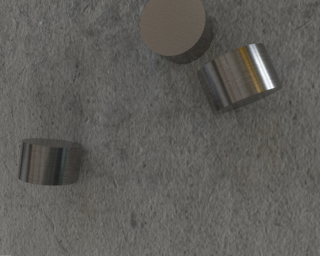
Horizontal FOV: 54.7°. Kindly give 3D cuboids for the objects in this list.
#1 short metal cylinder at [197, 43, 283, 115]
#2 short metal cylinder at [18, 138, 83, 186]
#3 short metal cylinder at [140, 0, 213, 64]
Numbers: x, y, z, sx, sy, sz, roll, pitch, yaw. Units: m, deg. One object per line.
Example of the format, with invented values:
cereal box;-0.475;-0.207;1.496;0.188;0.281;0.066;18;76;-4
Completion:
short metal cylinder;0.088;-0.053;0.348;0.080;0.080;0.050;-23;83;18
short metal cylinder;-0.152;0.045;0.432;0.080;0.080;0.050;9;93;19
short metal cylinder;0.022;-0.125;0.387;0.080;0.050;0.079;0;90;19
